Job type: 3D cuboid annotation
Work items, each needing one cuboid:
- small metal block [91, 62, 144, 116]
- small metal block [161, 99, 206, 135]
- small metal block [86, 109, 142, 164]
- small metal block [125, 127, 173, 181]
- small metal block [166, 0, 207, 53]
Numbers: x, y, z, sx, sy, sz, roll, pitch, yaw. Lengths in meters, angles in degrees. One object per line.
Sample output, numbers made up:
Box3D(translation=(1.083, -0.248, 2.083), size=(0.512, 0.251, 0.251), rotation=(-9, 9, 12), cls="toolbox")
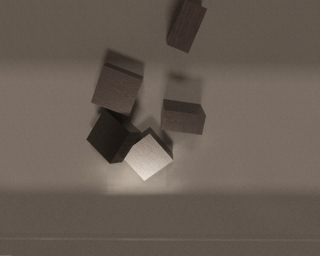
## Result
Box3D(translation=(-0.054, -0.049, 0.392), size=(0.050, 0.025, 0.050), rotation=(20, 109, -8), cls="small metal block")
Box3D(translation=(0.028, -0.015, 0.393), size=(0.050, 0.050, 0.025), rotation=(8, 110, -4), cls="small metal block")
Box3D(translation=(-0.060, 0.010, 0.401), size=(0.050, 0.025, 0.050), rotation=(41, 108, 24), cls="small metal block")
Box3D(translation=(-0.017, 0.035, 0.424), size=(0.050, 0.025, 0.050), rotation=(-37, 107, 12), cls="small metal block")
Box3D(translation=(0.029, -0.117, 0.355), size=(0.025, 0.050, 0.050), rotation=(21, 109, -8), cls="small metal block")
